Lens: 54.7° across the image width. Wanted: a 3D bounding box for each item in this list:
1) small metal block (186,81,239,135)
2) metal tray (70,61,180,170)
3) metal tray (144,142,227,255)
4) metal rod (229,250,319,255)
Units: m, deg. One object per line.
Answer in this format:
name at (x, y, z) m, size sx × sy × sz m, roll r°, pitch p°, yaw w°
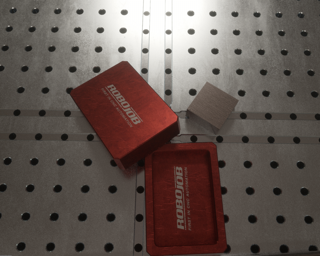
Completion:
small metal block at (0.071, -0.027, 0.422) m, size 0.050 × 0.025 × 0.050 m, roll 33°, pitch 73°, yaw 11°
metal tray at (-0.047, -0.022, 0.399) m, size 0.090 × 0.030 × 0.130 m, roll -33°, pitch 59°, yaw -12°
metal tray at (0.028, 0.084, 0.378) m, size 0.091 × 0.030 × 0.130 m, roll -2°, pitch 70°, yaw -1°
metal rod at (0.037, 0.162, 0.352) m, size 0.302 × 0.025 × 0.025 m, roll -3°, pitch 70°, yaw -2°
